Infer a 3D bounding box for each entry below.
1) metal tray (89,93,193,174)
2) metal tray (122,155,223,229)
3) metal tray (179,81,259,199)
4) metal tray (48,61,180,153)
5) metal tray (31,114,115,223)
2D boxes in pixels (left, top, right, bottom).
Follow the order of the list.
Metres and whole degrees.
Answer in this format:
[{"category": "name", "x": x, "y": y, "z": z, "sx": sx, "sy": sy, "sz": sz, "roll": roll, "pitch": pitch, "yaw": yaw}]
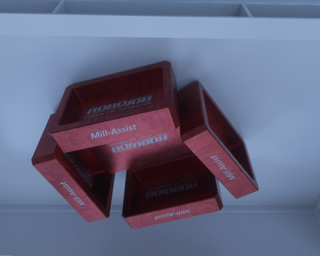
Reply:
[{"category": "metal tray", "x": -0.028, "y": 0.008, "z": 0.409, "sx": 0.130, "sy": 0.030, "sz": 0.090, "roll": -15, "pitch": 129, "yaw": 12}, {"category": "metal tray", "x": 0.015, "y": 0.083, "z": 0.435, "sx": 0.130, "sy": 0.090, "sz": 0.030, "roll": -16, "pitch": 128, "yaw": 12}, {"category": "metal tray", "x": 0.071, "y": 0.016, "z": 0.379, "sx": 0.030, "sy": 0.090, "sz": 0.130, "roll": -29, "pitch": 125, "yaw": 23}, {"category": "metal tray", "x": -0.047, "y": -0.025, "z": 0.341, "sx": 0.131, "sy": 0.090, "sz": 0.030, "roll": -12, "pitch": 129, "yaw": 9}, {"category": "metal tray", "x": -0.104, "y": 0.050, "z": 0.405, "sx": 0.030, "sy": 0.090, "sz": 0.130, "roll": -17, "pitch": 129, "yaw": 13}]
